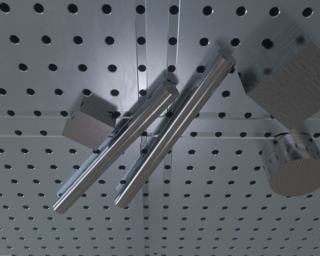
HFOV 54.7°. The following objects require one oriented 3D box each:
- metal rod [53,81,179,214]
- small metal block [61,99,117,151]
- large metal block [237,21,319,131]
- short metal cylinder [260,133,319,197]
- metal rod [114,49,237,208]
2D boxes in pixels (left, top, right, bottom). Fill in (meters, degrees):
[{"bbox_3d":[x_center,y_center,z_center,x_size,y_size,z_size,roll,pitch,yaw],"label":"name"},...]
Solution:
[{"bbox_3d":[-0.078,0.043,0.447,0.025,0.025,0.299,30,124,-23],"label":"metal rod"},{"bbox_3d":[-0.093,-0.003,0.408,0.050,0.025,0.050,29,124,-23],"label":"small metal block"},{"bbox_3d":[0.149,-0.056,0.349,0.080,0.050,0.080,33,123,-25],"label":"large metal block"},{"bbox_3d":[0.191,0.053,0.442,0.081,0.050,0.079,0,130,0],"label":"short metal cylinder"},{"bbox_3d":[0.005,0.021,0.429,0.025,0.025,0.298,22,127,-18],"label":"metal rod"}]
